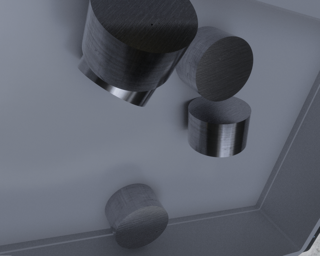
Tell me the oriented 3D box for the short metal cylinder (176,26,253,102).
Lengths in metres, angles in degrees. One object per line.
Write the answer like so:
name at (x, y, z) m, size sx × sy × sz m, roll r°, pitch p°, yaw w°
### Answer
short metal cylinder at (0.066, -0.079, 0.381) m, size 0.081 × 0.050 × 0.079 m, roll -14°, pitch 125°, yaw -21°

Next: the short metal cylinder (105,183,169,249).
short metal cylinder at (-0.035, 0.129, 0.455) m, size 0.081 × 0.050 × 0.079 m, roll -14°, pitch 125°, yaw -21°

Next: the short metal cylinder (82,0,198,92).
short metal cylinder at (-0.017, -0.076, 0.244) m, size 0.081 × 0.080 × 0.050 m, roll -8°, pitch 158°, yaw -25°

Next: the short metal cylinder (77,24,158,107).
short metal cylinder at (-0.035, -0.065, 0.315) m, size 0.080 × 0.080 × 0.050 m, roll 24°, pitch 105°, yaw -37°

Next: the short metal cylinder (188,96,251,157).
short metal cylinder at (0.078, -0.005, 0.415) m, size 0.081 × 0.080 × 0.050 m, roll -16°, pitch 125°, yaw -20°
